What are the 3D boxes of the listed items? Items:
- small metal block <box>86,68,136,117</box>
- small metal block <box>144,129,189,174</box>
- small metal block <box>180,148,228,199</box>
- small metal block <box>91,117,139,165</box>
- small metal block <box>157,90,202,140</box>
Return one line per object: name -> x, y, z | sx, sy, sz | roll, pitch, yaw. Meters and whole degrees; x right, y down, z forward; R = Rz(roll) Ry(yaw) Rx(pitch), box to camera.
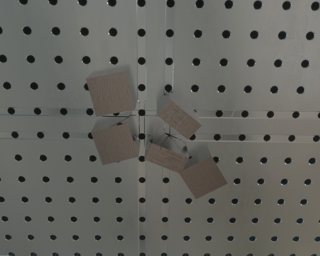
small metal block -> -0.061, -0.046, 0.396 | 0.050, 0.025, 0.050 | -11, 110, 3
small metal block -> 0.008, 0.030, 0.411 | 0.050, 0.050, 0.025 | 23, 108, -9
small metal block -> 0.060, 0.065, 0.438 | 0.050, 0.025, 0.050 | -29, 108, 10
small metal block -> -0.059, 0.018, 0.419 | 0.050, 0.025, 0.050 | -14, 110, 4
small metal block -> 0.023, -0.018, 0.394 | 0.050, 0.050, 0.025 | 38, 106, -13
